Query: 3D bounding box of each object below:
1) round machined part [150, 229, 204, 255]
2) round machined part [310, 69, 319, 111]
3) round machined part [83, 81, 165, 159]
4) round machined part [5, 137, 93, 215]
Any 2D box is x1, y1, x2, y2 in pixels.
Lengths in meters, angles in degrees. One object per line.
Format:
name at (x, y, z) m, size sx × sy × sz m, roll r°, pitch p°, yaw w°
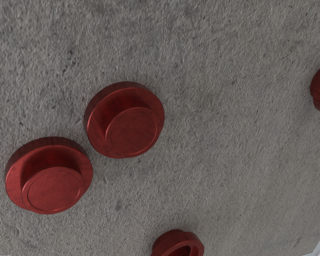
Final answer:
round machined part at (0.025, 0.218, 0.544) m, size 0.099 × 0.042 × 0.097 m, roll -14°, pitch 124°, yaw -21°
round machined part at (0.289, -0.071, 0.510) m, size 0.099 × 0.042 × 0.097 m, roll -14°, pitch 124°, yaw -21°
round machined part at (-0.038, -0.003, 0.373) m, size 0.099 × 0.042 × 0.097 m, roll -14°, pitch 124°, yaw -21°
round machined part at (-0.127, 0.062, 0.365) m, size 0.099 × 0.042 × 0.097 m, roll -14°, pitch 124°, yaw -21°
